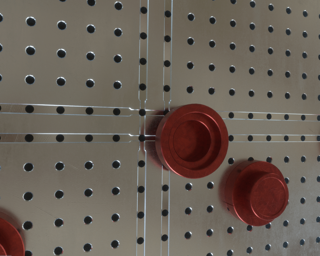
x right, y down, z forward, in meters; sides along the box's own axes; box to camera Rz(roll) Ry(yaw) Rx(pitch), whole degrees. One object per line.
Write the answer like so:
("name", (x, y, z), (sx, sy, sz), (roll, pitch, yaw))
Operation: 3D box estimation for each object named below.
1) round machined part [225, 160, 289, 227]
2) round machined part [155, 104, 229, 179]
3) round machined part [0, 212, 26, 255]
("round machined part", (0.150, 0.098, 0.461), (0.099, 0.042, 0.097), (0, 90, -21))
("round machined part", (0.040, 0.017, 0.420), (0.099, 0.042, 0.097), (0, 90, -21))
("round machined part", (-0.198, 0.141, 0.331), (0.099, 0.042, 0.097), (0, 90, -20))
